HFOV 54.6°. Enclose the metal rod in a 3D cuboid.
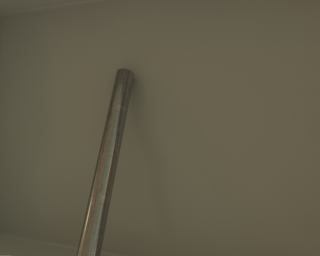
[{"bbox_3d":[-0.066,0.060,0.368,0.025,0.025,0.299,-2,64,20],"label":"metal rod"}]
